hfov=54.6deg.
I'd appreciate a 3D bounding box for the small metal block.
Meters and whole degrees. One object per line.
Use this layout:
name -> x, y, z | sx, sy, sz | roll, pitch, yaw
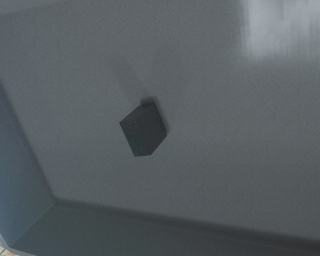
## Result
small metal block -> -0.020, 0.002, 0.400 | 0.025, 0.050, 0.050 | -9, 113, 32
